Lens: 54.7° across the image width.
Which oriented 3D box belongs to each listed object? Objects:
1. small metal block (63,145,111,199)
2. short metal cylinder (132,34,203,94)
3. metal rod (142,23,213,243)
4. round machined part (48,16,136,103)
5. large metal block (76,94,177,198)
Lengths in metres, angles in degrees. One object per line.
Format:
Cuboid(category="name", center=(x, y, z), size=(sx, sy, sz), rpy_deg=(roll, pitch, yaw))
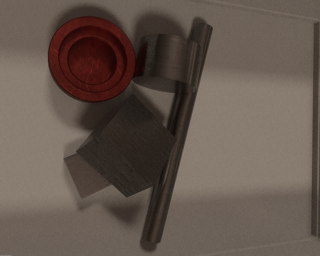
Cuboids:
Cuboid(category="small metal block", center=(-0.084, 0.051, 0.380), size=(0.050, 0.025, 0.050), rpy_deg=(-24, 98, -19))
Cuboid(category="short metal cylinder", center=(0.010, -0.077, 0.385), size=(0.081, 0.080, 0.050), rpy_deg=(11, 85, -20))
Cuboid(category="metal rod", center=(0.025, 0.003, 0.421), size=(0.025, 0.025, 0.299), rpy_deg=(16, 85, -20))
Cuboid(category="round machined part", center=(-0.082, -0.079, 0.372), size=(0.099, 0.042, 0.097), rpy_deg=(0, 90, -20))
Cuboid(category="large metal block", center=(-0.036, 0.020, 0.365), size=(0.080, 0.050, 0.080), rpy_deg=(46, 41, -15))
